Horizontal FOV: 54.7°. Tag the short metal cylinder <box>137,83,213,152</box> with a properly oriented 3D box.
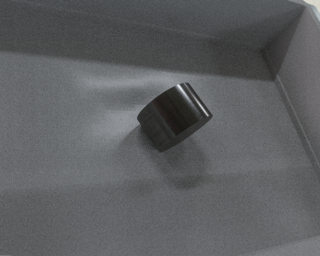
[{"bbox_3d":[0.019,-0.012,0.390,0.081,0.080,0.050,-26,77,-37],"label":"short metal cylinder"}]
